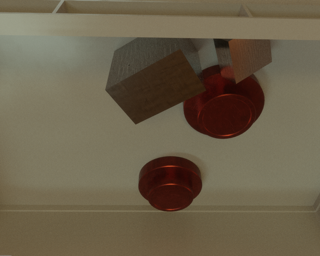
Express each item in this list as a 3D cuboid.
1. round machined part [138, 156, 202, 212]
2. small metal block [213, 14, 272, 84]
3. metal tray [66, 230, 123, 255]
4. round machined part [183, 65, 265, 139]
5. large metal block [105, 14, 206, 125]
[{"bbox_3d":[0.016,0.092,0.477,0.099,0.042,0.097,-1,130,0],"label":"round machined part"},{"bbox_3d":[0.088,-0.083,0.326,0.050,0.025,0.050,-32,129,-12],"label":"small metal block"},{"bbox_3d":[-0.125,0.256,0.624,0.091,0.030,0.129,-4,130,2],"label":"metal tray"},{"bbox_3d":[0.078,-0.025,0.378,0.099,0.042,0.097,-1,130,0],"label":"round machined part"},{"bbox_3d":[-0.004,-0.061,0.321,0.080,0.080,0.050,-25,126,19],"label":"large metal block"}]
